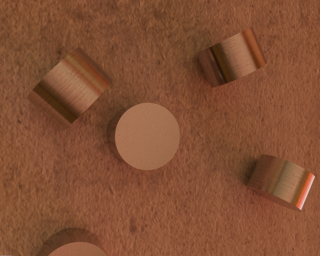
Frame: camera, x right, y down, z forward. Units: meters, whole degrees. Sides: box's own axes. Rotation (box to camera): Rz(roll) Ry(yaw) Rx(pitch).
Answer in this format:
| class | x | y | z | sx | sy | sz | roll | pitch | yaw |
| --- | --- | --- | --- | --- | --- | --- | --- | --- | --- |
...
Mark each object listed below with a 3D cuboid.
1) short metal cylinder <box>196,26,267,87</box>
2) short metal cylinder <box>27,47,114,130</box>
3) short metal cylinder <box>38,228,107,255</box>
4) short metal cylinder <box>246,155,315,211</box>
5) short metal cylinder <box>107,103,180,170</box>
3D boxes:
| class | x | y | z | sx | sy | sz | roll | pitch | yaw |
| --- | --- | --- | --- | --- | --- | --- | --- | --- | --- |
| short metal cylinder | 0.095 | -0.095 | 0.416 | 0.080 | 0.080 | 0.050 | -29 | 100 | -18 |
| short metal cylinder | -0.098 | -0.043 | 0.344 | 0.050 | 0.080 | 0.080 | 45 | 76 | -15 |
| short metal cylinder | -0.101 | 0.164 | 0.359 | 0.081 | 0.050 | 0.079 | 0 | 90 | -21 |
| short metal cylinder | 0.172 | 0.079 | 0.445 | 0.080 | 0.080 | 0.050 | 30 | 80 | -18 |
| short metal cylinder | -0.022 | 0.010 | 0.389 | 0.081 | 0.050 | 0.079 | 0 | 90 | -21 |
